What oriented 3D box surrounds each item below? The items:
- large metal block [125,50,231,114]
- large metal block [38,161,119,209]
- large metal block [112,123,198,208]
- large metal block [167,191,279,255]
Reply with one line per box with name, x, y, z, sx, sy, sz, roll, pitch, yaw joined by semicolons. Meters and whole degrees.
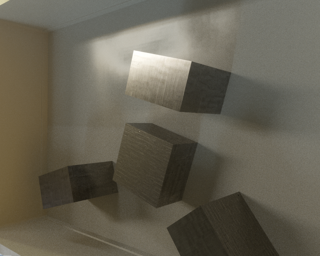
large metal block;0.021;-0.051;0.354;0.080;0.081;0.050;21;104;38
large metal block;-0.125;0.087;0.474;0.080;0.081;0.050;-21;77;38
large metal block;-0.008;0.044;0.397;0.080;0.050;0.079;23;105;37
large metal block;0.066;0.119;0.316;0.050;0.081;0.080;-44;64;31
